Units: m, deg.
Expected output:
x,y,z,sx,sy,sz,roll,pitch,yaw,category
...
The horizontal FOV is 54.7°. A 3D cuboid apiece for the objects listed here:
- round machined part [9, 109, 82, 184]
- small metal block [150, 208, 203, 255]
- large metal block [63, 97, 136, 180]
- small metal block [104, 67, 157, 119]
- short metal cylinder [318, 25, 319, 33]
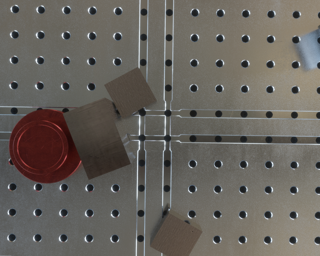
x,y,z,sx,sy,sz,roll,pitch,yaw,category
-0.148,0.024,0.403,0.099,0.042,0.097,0,90,-1,round machined part
0.021,0.144,0.414,0.050,0.025,0.050,30,90,-1,small metal block
-0.071,0.012,0.385,0.050,0.080,0.080,-21,90,0,large metal block
-0.038,-0.046,0.413,0.050,0.025,0.050,-28,90,-1,small metal block
0.250,-0.123,0.389,0.080,0.080,0.050,-22,90,0,short metal cylinder
